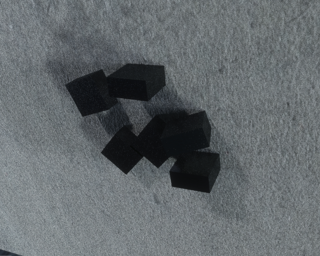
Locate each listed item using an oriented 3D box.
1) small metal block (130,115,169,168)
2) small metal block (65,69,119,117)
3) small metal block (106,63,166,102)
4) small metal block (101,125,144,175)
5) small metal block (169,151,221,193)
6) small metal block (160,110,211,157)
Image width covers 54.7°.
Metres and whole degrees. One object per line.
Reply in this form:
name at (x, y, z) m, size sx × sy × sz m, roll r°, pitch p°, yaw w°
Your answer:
small metal block at (-0.004, 0.019, 0.419) m, size 0.050 × 0.025 × 0.050 m, roll 41°, pitch 129°, yaw 0°
small metal block at (-0.093, -0.047, 0.425) m, size 0.050 × 0.025 × 0.050 m, roll -12°, pitch 113°, yaw 32°
small metal block at (-0.027, -0.056, 0.369) m, size 0.050 × 0.050 × 0.025 m, roll 9°, pitch 122°, yaw 23°
small metal block at (-0.051, 0.033, 0.452) m, size 0.050 × 0.025 × 0.050 m, roll 41°, pitch 129°, yaw -1°
small metal block at (0.046, 0.054, 0.399) m, size 0.050 × 0.050 × 0.025 m, roll 5°, pitch 121°, yaw 25°
small metal block at (0.032, 0.006, 0.369) m, size 0.050 × 0.050 × 0.025 m, roll -16°, pitch 111°, yaw 18°
